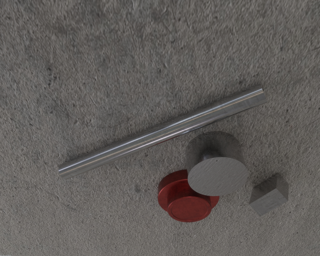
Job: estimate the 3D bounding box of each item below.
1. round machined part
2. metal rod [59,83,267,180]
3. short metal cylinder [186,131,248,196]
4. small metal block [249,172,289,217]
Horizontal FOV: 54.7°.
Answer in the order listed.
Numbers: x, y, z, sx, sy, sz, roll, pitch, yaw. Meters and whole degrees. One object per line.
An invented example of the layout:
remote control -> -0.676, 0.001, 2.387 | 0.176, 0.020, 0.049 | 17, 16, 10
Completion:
round machined part -> 0.046, 0.114, 0.493 | 0.099, 0.042, 0.097 | 0, 130, 0
metal rod -> -0.009, 0.011, 0.416 | 0.300, 0.025, 0.025 | -22, 127, 17
short metal cylinder -> 0.077, 0.051, 0.435 | 0.081, 0.050, 0.079 | 0, 130, 0
small metal block -> 0.168, 0.101, 0.475 | 0.025, 0.050, 0.050 | 47, 120, 1
